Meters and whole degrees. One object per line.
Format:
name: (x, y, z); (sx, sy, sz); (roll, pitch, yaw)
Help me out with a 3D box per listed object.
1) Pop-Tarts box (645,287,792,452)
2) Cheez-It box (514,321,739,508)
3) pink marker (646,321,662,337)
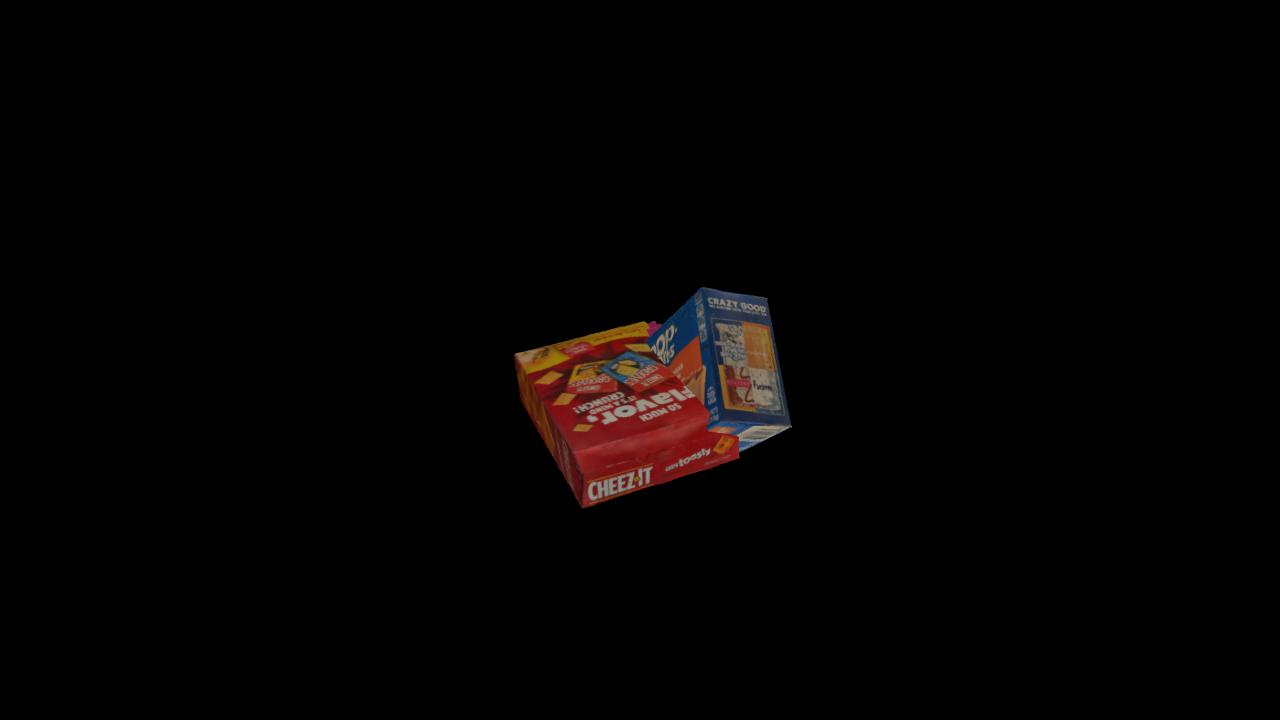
Pop-Tarts box: (0.063, 0.028, 0.644); (0.083, 0.141, 0.167); (8, -27, -26)
Cheez-It box: (-0.022, 0.043, 0.637); (0.166, 0.071, 0.223); (-15, 29, -20)
pink marker: (0.037, 0.012, 0.706); (0.020, 0.121, 0.020); (-23, 8, 3)
